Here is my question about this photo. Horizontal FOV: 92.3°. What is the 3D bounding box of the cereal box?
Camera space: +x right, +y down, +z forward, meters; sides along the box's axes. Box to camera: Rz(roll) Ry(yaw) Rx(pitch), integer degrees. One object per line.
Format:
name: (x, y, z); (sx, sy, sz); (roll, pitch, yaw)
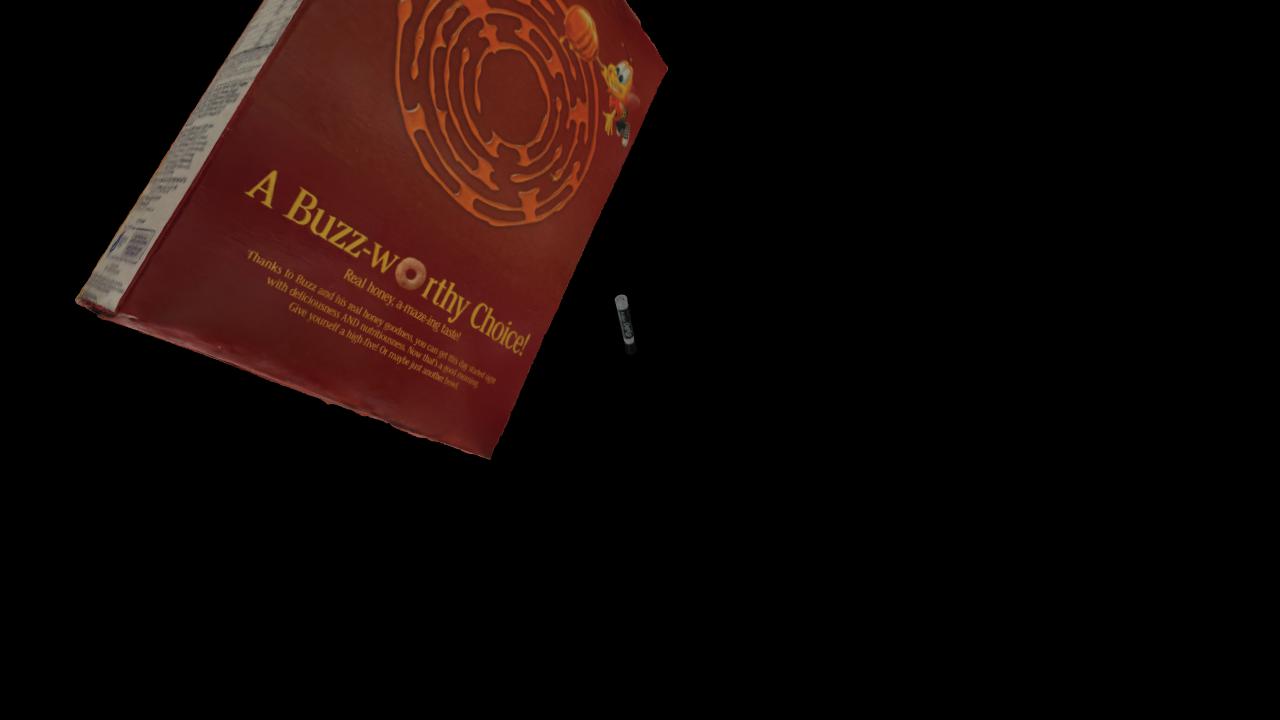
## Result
cereal box: (-0.112, -0.118, 0.351); (0.081, 0.306, 0.203); (12, -15, 38)

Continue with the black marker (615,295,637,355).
black marker: (-0.021, -0.051, 0.955); (0.020, 0.020, 0.121); (0, -41, 9)
